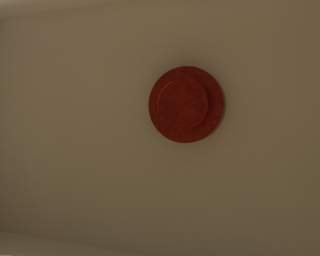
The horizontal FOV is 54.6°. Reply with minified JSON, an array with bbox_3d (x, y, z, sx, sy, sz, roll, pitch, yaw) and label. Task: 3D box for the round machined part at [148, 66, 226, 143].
[{"bbox_3d":[0.031,-0.029,0.391,0.098,0.042,0.097,0,90,20],"label":"round machined part"}]
